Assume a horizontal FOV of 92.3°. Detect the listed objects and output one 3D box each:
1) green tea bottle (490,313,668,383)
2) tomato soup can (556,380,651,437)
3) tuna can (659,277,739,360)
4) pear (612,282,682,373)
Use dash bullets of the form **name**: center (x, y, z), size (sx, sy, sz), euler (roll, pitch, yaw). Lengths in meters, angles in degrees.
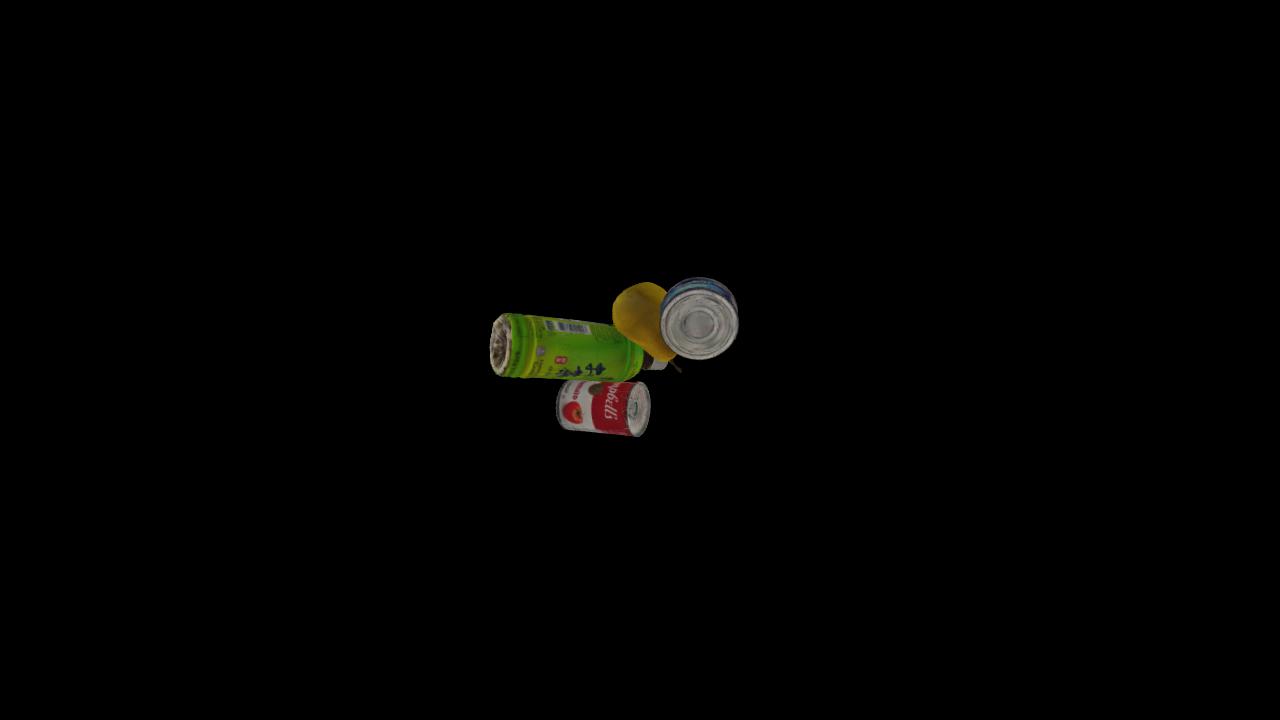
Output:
- **green tea bottle**: center (-0.061, -0.010, 0.707), size (0.212, 0.073, 0.073), euler (3, -2, -30)
- **tomato soup can**: center (-0.046, 0.058, 0.768), size (0.101, 0.068, 0.068), euler (2, 1, 26)
- **tuna can**: center (0.062, -0.042, 0.648), size (0.084, 0.084, 0.034), euler (0, 28, 5)
- **pear**: center (0.014, -0.033, 0.717), size (0.080, 0.111, 0.080), euler (-28, -12, -6)
